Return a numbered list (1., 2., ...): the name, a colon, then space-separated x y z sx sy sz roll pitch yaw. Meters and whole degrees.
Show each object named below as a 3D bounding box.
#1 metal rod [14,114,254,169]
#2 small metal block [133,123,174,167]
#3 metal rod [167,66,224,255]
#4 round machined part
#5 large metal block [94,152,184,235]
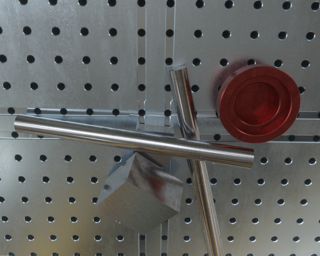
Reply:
1. metal rod: -0.037 0.015 0.392 0.302 0.025 0.025 8 110 6
2. small metal block: -0.009 0.023 0.422 0.050 0.025 0.050 6 110 -3
3. metal rod: 0.054 0.062 0.437 0.025 0.025 0.298 -13 110 4
4. round machined part: 0.121 -0.033 0.394 0.099 0.042 0.097 0 110 -1
5. large metal block: -0.027 0.090 0.417 0.080 0.050 0.080 35 127 -16
